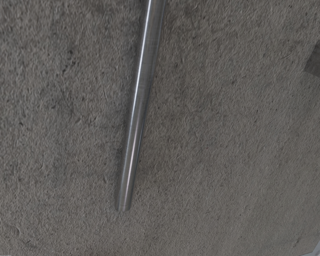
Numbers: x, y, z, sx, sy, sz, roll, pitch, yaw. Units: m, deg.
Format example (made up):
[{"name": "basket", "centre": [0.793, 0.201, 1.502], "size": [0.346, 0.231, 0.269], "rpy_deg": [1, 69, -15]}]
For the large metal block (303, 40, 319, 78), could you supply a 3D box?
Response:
[{"name": "large metal block", "centre": [0.285, -0.091, 0.471], "size": [0.081, 0.080, 0.050], "rpy_deg": [5, 116, -31]}]

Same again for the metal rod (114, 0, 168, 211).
[{"name": "metal rod", "centre": [-0.027, -0.019, 0.379], "size": [0.025, 0.025, 0.298], "rpy_deg": [-3, 120, -27]}]
